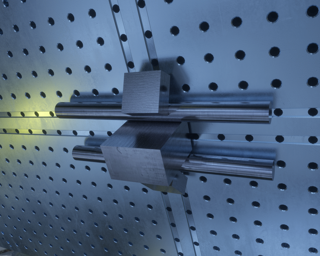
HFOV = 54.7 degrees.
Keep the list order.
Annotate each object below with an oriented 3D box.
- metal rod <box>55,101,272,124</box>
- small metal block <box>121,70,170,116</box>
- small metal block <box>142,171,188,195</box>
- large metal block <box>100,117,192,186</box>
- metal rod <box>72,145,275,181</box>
[{"bbox_3d":[-0.015,-0.022,0.400,0.301,0.025,0.025,2,120,27],"label":"metal rod"},{"bbox_3d":[-0.017,-0.041,0.375,0.050,0.025,0.050,1,84,27],"label":"small metal block"},{"bbox_3d":[0.005,0.072,0.433,0.050,0.025,0.050,3,157,26],"label":"small metal block"},{"bbox_3d":[-0.014,0.025,0.392,0.080,0.080,0.050,2,119,27],"label":"large metal block"},{"bbox_3d":[0.000,0.045,0.434,0.301,0.025,0.025,2,120,27],"label":"metal rod"}]
